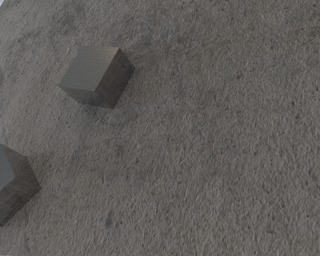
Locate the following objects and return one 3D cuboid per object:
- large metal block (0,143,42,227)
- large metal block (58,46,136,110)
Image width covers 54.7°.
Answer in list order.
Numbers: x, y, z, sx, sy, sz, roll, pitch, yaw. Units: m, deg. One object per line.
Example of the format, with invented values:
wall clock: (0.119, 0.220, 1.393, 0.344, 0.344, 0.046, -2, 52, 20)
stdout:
large metal block: (-0.236, 0.084, 0.461, 0.080, 0.050, 0.080, -44, 51, -3)
large metal block: (-0.099, -0.081, 0.490, 0.080, 0.050, 0.080, 12, 68, 33)
